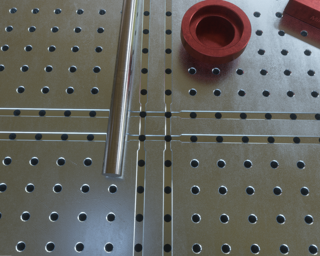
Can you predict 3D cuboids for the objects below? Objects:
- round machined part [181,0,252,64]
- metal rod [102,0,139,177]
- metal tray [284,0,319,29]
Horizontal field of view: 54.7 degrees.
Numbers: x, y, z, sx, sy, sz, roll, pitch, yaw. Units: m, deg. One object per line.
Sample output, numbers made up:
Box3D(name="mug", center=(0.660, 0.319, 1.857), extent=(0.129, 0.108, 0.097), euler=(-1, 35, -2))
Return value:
Box3D(name="round machined part", center=(0.079, -0.135, 0.453), extent=(0.099, 0.042, 0.098), euler=(0, 70, -1))
Box3D(name="metal rod", center=(-0.052, -0.081, 0.440), extent=(0.025, 0.025, 0.299), euler=(3, 70, 1))
Box3D(name="metal tray", center=(0.275, -0.194, 0.483), extent=(0.130, 0.030, 0.090), euler=(30, 72, 10))
